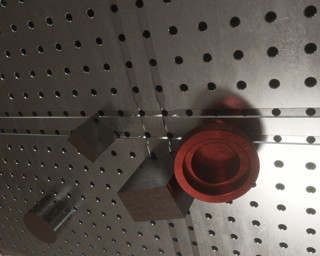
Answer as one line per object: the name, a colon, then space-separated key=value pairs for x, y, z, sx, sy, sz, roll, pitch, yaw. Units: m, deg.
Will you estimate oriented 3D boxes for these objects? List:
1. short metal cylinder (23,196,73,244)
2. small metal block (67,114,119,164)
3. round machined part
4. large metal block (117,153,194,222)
short metal cylinder: x=-0.225 y=0.185 z=0.625 sx=0.080 sy=0.050 sz=0.079 roll=13 pitch=124 yaw=20
small metal block: x=-0.097 y=0.015 z=0.454 sx=0.050 sy=0.050 sz=0.025 roll=42 pitch=129 yaw=-2
round machined part: x=0.067 y=0.038 z=0.375 sx=0.099 sy=0.042 sz=0.097 roll=2 pitch=113 yaw=6
large metal block: x=0.003 y=0.078 z=0.421 sx=0.080 sy=0.080 sz=0.050 roll=-16 pitch=110 yaw=34
